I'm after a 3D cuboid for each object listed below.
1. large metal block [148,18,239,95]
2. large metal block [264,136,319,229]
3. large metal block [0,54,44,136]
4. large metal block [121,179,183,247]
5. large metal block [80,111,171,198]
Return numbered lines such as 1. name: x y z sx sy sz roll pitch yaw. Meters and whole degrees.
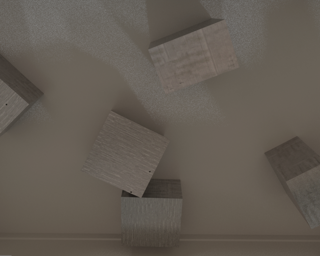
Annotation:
1. large metal block: 0.035 -0.084 0.351 0.080 0.080 0.050 -20 109 7
2. large metal block: 0.190 0.069 0.409 0.050 0.080 0.080 -30 108 10
3. large metal block: -0.209 -0.038 0.382 0.080 0.050 0.080 -41 105 13
4. large metal block: -0.012 0.120 0.442 0.081 0.050 0.079 2 110 -1
5. large metal block: -0.044 0.031 0.397 0.080 0.050 0.080 26 90 -9
